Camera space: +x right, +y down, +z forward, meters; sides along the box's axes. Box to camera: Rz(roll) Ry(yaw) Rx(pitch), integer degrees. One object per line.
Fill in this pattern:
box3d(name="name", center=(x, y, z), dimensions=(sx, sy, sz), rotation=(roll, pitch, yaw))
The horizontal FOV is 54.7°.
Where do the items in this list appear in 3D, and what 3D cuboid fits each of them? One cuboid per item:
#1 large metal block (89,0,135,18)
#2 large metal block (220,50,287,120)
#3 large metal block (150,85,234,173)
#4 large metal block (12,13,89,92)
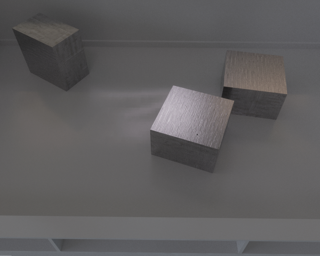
box3d(name="large metal block", center=(-0.095, -0.275, 0.603), dimensions=(0.050, 0.080, 0.080), rotation=(24, 54, 19))
box3d(name="large metal block", center=(0.130, -0.063, 0.442), dimensions=(0.080, 0.050, 0.080), rotation=(8, 51, 7))
box3d(name="large metal block", center=(0.041, 0.000, 0.389), dimensions=(0.080, 0.050, 0.080), rotation=(16, 52, 13))
box3d(name="large metal block", center=(-0.160, -0.113, 0.463), dimensions=(0.080, 0.080, 0.050), rotation=(27, 55, 21))
